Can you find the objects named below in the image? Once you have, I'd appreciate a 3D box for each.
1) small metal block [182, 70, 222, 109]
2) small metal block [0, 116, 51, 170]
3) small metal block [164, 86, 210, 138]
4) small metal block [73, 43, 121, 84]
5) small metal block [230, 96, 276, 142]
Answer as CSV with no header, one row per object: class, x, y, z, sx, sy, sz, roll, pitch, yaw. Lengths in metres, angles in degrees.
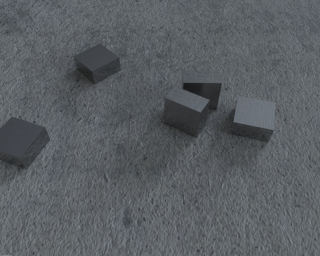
small metal block,0.056,-0.053,0.431,0.050,0.050,0.025,0,50,0
small metal block,-0.176,0.018,0.387,0.050,0.025,0.050,17,52,13
small metal block,0.034,-0.021,0.404,0.050,0.050,0.025,25,55,19
small metal block,-0.098,-0.102,0.488,0.050,0.025,0.050,-36,59,-26
small metal block,0.125,-0.013,0.415,0.050,0.025,0.050,12,51,10
